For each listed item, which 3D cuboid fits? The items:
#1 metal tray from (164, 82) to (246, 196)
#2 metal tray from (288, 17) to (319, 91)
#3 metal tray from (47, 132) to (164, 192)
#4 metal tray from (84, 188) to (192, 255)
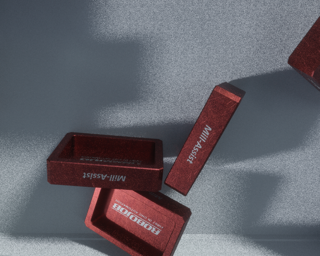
[{"bbox_3d":[0.057,0.010,0.378,0.030,0.090,0.129,30,108,11],"label":"metal tray"},{"bbox_3d":[0.200,-0.085,0.339,0.131,0.030,0.090,13,116,-49],"label":"metal tray"},{"bbox_3d":[-0.063,0.040,0.390,0.131,0.090,0.030,5,110,-2],"label":"metal tray"},{"bbox_3d":[-0.033,0.123,0.423,0.130,0.030,0.089,26,108,17],"label":"metal tray"}]
